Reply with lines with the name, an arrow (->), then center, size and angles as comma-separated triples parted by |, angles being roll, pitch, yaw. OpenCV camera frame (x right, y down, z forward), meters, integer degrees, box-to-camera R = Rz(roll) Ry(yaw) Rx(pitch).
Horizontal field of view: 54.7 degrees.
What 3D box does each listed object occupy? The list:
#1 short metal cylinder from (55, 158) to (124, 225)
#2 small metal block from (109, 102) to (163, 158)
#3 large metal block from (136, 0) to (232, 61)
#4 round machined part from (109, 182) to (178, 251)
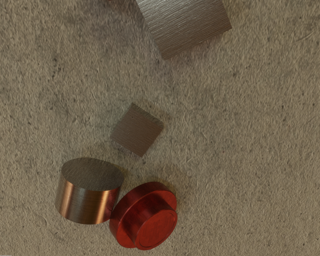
short metal cylinder -> -0.093, 0.081, 0.409 | 0.081, 0.080, 0.050 | 15, 109, -6
small metal block -> -0.031, 0.003, 0.410 | 0.050, 0.025, 0.050 | 33, 106, -12
large metal block -> 0.024, -0.133, 0.348 | 0.080, 0.050, 0.080 | -24, 109, 8
round machined part -> -0.015, 0.125, 0.420 | 0.099, 0.042, 0.097 | -21, 129, -29
